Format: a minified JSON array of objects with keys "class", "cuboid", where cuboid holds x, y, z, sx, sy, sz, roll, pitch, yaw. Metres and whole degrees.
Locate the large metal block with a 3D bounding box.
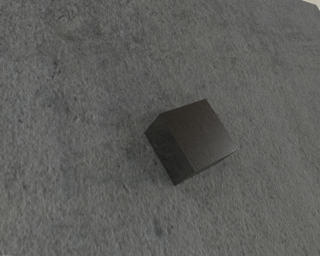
[{"class":"large metal block","cuboid":[0.040,0.017,0.401,0.081,0.050,0.080,-20,73,-36]}]
